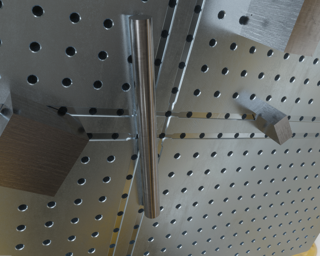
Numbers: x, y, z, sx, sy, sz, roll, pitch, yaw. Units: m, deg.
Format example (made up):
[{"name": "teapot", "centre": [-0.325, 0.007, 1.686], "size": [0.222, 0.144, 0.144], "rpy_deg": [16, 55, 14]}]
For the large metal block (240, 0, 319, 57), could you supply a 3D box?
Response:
[{"name": "large metal block", "centre": [0.154, -0.140, 0.375], "size": [0.050, 0.080, 0.079], "rpy_deg": [-1, 119, -29]}]

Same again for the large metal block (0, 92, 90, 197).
[{"name": "large metal block", "centre": [-0.137, 0.020, 0.333], "size": [0.080, 0.050, 0.080], "rpy_deg": [24, 105, -37]}]

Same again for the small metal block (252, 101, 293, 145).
[{"name": "small metal block", "centre": [0.178, -0.008, 0.490], "size": [0.025, 0.050, 0.050], "rpy_deg": [-38, 130, -3]}]

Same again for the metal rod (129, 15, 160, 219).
[{"name": "metal rod", "centre": [-0.017, 0.008, 0.408], "size": [0.025, 0.025, 0.298], "rpy_deg": [-15, 125, -20]}]
